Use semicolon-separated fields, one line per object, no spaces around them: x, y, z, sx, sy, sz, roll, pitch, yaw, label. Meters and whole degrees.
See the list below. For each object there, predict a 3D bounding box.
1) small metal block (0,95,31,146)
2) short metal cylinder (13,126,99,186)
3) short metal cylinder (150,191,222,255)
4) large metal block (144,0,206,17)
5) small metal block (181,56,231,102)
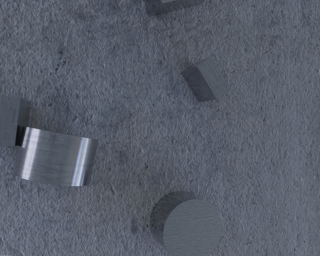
-0.161;-0.007;0.335;0.025;0.050;0.050;6;88;-11;small metal block
-0.112;0.030;0.339;0.081;0.080;0.050;12;86;-20;short metal cylinder
0.033;0.128;0.408;0.081;0.050;0.080;0;90;-20;short metal cylinder
0.017;-0.200;0.402;0.081;0.050;0.080;-21;97;-19;large metal block
0.061;-0.064;0.418;0.025;0.050;0.050;-37;102;-16;small metal block
